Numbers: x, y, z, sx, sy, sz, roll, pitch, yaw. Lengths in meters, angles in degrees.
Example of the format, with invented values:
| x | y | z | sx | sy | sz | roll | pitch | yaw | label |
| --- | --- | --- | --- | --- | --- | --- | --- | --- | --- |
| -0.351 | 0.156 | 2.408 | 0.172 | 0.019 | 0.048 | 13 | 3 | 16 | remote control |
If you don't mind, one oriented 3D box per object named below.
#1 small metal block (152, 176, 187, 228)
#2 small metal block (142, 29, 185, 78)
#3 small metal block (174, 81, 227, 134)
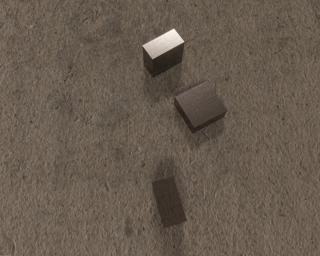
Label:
| x | y | z | sx | sy | sz | roll | pitch | yaw | label |
| --- | --- | --- | --- | --- | --- | --- | --- | --- | --- |
| 0.010 | 0.088 | 0.363 | 0.025 | 0.050 | 0.050 | -15 | 71 | -6 | small metal block |
| 0.005 | -0.103 | 0.433 | 0.050 | 0.050 | 0.025 | -31 | 73 | -11 | small metal block |
| 0.054 | -0.028 | 0.419 | 0.050 | 0.025 | 0.050 | -27 | 73 | -10 | small metal block |
